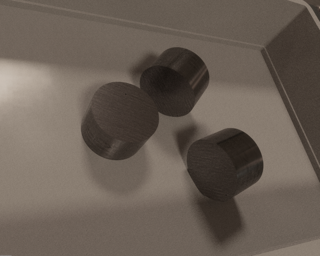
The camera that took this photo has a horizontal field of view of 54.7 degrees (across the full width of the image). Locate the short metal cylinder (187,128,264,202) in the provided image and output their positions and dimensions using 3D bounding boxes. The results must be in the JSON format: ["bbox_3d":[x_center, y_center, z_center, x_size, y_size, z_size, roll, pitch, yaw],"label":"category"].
[{"bbox_3d":[0.080,0.045,0.388,0.050,0.080,0.080,-20,73,-36],"label":"short metal cylinder"}]

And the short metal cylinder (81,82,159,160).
[{"bbox_3d":[-0.048,-0.008,0.370,0.081,0.050,0.080,14,56,-21],"label":"short metal cylinder"}]

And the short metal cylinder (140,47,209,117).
[{"bbox_3d":[0.020,-0.062,0.421,0.080,0.080,0.050,39,51,-3],"label":"short metal cylinder"}]
